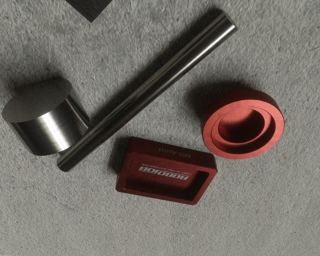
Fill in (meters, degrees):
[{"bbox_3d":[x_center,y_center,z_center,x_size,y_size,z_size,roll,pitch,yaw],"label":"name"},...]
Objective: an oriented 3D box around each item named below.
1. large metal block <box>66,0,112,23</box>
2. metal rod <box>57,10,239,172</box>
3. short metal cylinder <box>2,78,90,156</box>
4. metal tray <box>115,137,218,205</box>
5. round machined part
[{"bbox_3d":[-0.061,-0.153,0.260,0.080,0.050,0.080,-37,122,26],"label":"large metal block"},{"bbox_3d":[-0.034,-0.028,0.382,0.025,0.025,0.299,37,121,-27],"label":"metal rod"},{"bbox_3d":[-0.129,-0.014,0.357,0.080,0.080,0.050,-11,129,9],"label":"short metal cylinder"},{"bbox_3d":[0.008,0.067,0.461,0.131,0.030,0.089,13,129,-12],"label":"metal tray"},{"bbox_3d":[0.100,-0.009,0.390,0.099,0.042,0.097,-1,130,0],"label":"round machined part"}]
